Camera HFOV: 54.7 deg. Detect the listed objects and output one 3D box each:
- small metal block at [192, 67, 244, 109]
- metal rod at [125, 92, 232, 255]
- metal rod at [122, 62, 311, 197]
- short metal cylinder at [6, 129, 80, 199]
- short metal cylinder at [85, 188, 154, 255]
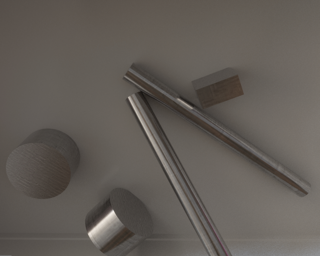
[{"bbox_3d":[0.069,-0.050,0.381,0.050,0.050,0.025,-20,109,7],"label":"small metal block"},{"bbox_3d":[0.038,0.090,0.381,0.025,0.025,0.299,-30,83,10],"label":"metal rod"},{"bbox_3d":[0.084,0.009,0.415,0.301,0.025,0.025,33,107,-12],"label":"metal rod"},{"bbox_3d":[-0.153,0.047,0.413,0.081,0.050,0.079,0,110,-1],"label":"short metal cylinder"},{"bbox_3d":[-0.055,0.131,0.429,0.080,0.080,0.050,42,104,-14],"label":"short metal cylinder"}]
